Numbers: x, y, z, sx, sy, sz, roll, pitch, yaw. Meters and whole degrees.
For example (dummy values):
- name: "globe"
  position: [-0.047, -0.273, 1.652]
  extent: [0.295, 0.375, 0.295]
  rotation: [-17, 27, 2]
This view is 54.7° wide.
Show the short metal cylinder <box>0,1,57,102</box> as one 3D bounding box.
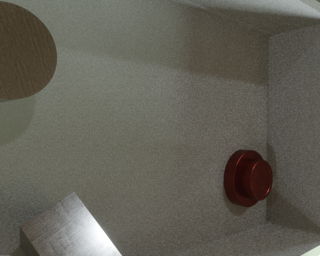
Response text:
- name: "short metal cylinder"
  position: [-0.140, -0.064, 0.273]
  extent: [0.081, 0.050, 0.079]
  rotation: [0, 90, -40]

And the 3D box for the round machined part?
- name: "round machined part"
  position: [0.157, 0.087, 0.530]
  extent: [0.099, 0.042, 0.097]
  rotation: [0, 90, -40]

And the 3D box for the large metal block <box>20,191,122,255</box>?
- name: "large metal block"
  position: [-0.082, 0.116, 0.283]
  extent: [0.050, 0.080, 0.080]
  rotation: [-32, 76, -36]
